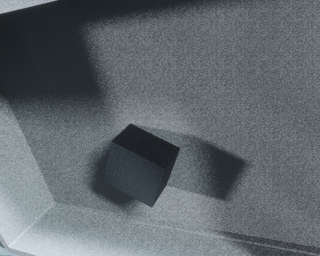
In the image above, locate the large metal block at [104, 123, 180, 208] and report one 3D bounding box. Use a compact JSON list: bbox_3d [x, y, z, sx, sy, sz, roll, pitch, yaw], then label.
[{"bbox_3d":[-0.027,0.053,0.440,0.080,0.050,0.079,26,128,12],"label":"large metal block"}]
